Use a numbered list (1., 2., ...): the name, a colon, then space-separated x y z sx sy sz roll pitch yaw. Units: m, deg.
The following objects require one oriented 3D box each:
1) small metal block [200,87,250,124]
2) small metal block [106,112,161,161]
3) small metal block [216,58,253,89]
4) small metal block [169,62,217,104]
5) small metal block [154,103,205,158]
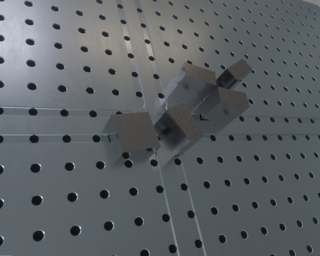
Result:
1. small metal block: 0.095 -0.033 0.463 0.050 0.050 0.025 9 58 -24
2. small metal block: -0.033 0.009 0.384 0.050 0.025 0.050 -7 65 -31
3. small metal block: 0.115 -0.080 0.502 0.050 0.050 0.025 -35 81 -38
4. small metal block: 0.047 -0.065 0.456 0.050 0.050 0.025 14 56 -20
5. small metal block: 0.023 0.004 0.402 0.025 0.050 0.050 -20 72 -35
